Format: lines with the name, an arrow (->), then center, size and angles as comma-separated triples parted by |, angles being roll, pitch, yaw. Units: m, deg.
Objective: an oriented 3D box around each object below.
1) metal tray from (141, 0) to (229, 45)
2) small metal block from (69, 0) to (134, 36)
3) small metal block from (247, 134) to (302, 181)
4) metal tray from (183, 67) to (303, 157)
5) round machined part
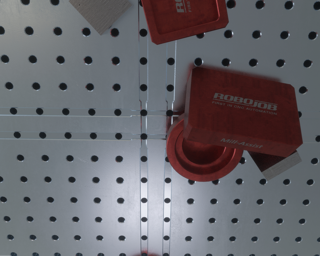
metal tray -> 0.020, -0.169, 0.348 | 0.090, 0.030, 0.129 | -13, 110, 4
small metal block -> -0.067, -0.145, 0.359 | 0.050, 0.025, 0.050 | -40, 106, 13
small metal block -> 0.148, 0.033, 0.410 | 0.050, 0.050, 0.025 | -34, 131, 11
metal tray -> 0.097, -0.020, 0.372 | 0.131, 0.090, 0.030 | 10, 148, -4
round machined part -> 0.057, 0.019, 0.412 | 0.099, 0.042, 0.097 | 0, 110, 0
